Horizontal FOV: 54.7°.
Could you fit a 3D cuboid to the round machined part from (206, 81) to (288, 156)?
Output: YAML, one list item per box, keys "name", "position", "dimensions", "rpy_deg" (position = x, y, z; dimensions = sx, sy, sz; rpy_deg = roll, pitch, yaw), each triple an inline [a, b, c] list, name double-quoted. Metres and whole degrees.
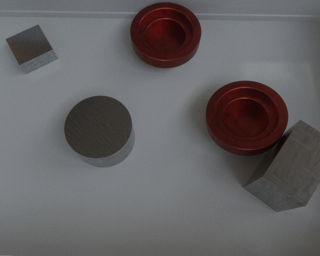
- name: "round machined part"
  position: [0.109, -0.009, 0.399]
  dimensions: [0.099, 0.042, 0.098]
  rpy_deg: [-3, 63, 7]

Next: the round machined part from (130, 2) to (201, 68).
- name: "round machined part"
  position: [0.008, -0.128, 0.448]
  dimensions: [0.099, 0.042, 0.098]
  rpy_deg: [0, 70, -1]

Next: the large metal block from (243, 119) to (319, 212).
- name: "large metal block"
  position: [0.151, 0.048, 0.365]
  dimensions: [0.050, 0.080, 0.080]
  rpy_deg: [36, 74, 11]

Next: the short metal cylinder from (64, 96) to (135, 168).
- name: "short metal cylinder"
  position: [-0.074, 0.006, 0.393]
  dimensions: [0.081, 0.050, 0.080]
  rpy_deg: [0, 70, 0]

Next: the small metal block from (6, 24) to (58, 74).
- name: "small metal block"
  position: [-0.185, -0.114, 0.449]
  dimensions: [0.050, 0.025, 0.050]
  rpy_deg: [-30, 73, -11]
